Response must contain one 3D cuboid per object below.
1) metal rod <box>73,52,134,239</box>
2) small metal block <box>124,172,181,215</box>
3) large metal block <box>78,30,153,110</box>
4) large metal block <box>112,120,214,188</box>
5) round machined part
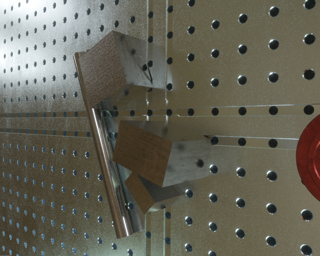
[{"bbox_3d":[-0.092,0.018,0.485,0.025,0.025,0.299,-27,73,37],"label":"metal rod"},{"bbox_3d":[-0.010,0.079,0.401,0.050,0.050,0.025,53,121,27],"label":"small metal block"},{"bbox_3d":[-0.065,-0.080,0.447,0.080,0.050,0.080,-26,74,37],"label":"large metal block"},{"bbox_3d":[0.004,0.026,0.370,0.080,0.081,0.050,21,104,38],"label":"large metal block"},{"bbox_3d":[0.166,0.027,0.261,0.098,0.042,0.097,0,90,40],"label":"round machined part"}]
